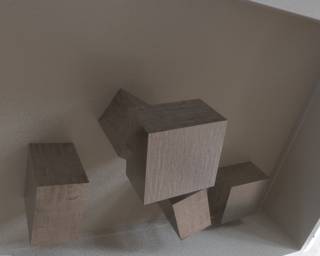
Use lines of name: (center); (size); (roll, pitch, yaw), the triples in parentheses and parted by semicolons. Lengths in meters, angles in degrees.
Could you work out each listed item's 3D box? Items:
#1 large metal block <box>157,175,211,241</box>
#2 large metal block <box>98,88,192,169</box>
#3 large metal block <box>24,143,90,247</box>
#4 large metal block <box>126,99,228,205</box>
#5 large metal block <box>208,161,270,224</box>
large metal block: (0.028, 0.100, 0.453); (0.050, 0.080, 0.080); (-24, 127, -15)
large metal block: (-0.017, 0.006, 0.369); (0.080, 0.080, 0.050); (28, 103, -38)
large metal block: (-0.121, 0.072, 0.352); (0.050, 0.080, 0.079); (1, 118, -29)
large metal block: (0.013, 0.021, 0.311); (0.081, 0.050, 0.079); (-10, 123, -24)
large metal block: (0.132, 0.110, 0.536); (0.081, 0.050, 0.079); (-7, 122, -25)
